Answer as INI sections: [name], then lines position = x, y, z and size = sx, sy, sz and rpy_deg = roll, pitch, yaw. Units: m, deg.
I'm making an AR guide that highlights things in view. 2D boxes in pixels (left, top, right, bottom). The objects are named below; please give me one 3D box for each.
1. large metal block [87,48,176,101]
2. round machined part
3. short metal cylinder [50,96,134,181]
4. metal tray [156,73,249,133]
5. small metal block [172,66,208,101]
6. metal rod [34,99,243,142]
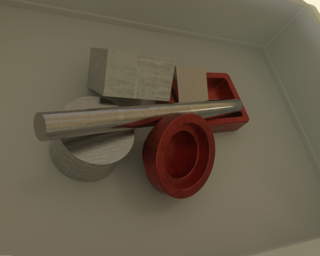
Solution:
[large metal block]
position = -0.038, -0.067, 0.380
size = 0.081, 0.080, 0.050
rpy_deg = 2, 103, -26
[round machined part]
position = 0.018, 0.030, 0.365
size = 0.099, 0.042, 0.097
rpy_deg = -6, 99, -42
[short metal cylinder]
position = -0.075, 0.012, 0.340
size = 0.081, 0.050, 0.080
rpy_deg = 14, 56, -21
[metal tray]
position = 0.061, -0.038, 0.457
size = 0.131, 0.030, 0.090
rpy_deg = -5, 64, -31
[small metal block]
position = 0.039, -0.060, 0.435
size = 0.050, 0.025, 0.050
rpy_deg = -5, 90, -31
[metal rod]
position = 0.007, -0.017, 0.366
size = 0.302, 0.025, 0.025
rpy_deg = -8, 66, -44
